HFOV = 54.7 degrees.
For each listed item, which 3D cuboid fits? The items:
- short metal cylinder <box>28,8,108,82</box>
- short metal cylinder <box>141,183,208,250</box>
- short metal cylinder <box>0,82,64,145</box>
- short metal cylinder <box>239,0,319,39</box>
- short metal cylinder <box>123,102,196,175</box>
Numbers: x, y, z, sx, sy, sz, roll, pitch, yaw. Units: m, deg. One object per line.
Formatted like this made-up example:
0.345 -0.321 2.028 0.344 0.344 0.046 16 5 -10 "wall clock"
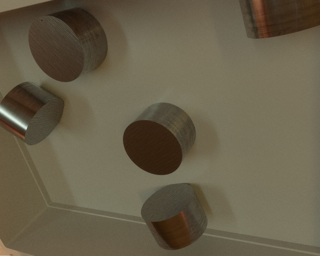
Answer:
-0.113 -0.104 0.386 0.080 0.050 0.079 13 124 20 "short metal cylinder"
0.020 0.123 0.437 0.080 0.080 0.050 -13 112 33 "short metal cylinder"
-0.189 -0.021 0.457 0.050 0.080 0.079 32 128 7 "short metal cylinder"
0.105 -0.110 0.249 0.080 0.080 0.050 -7 115 31 "short metal cylinder"
0.000 0.014 0.400 0.080 0.050 0.079 13 124 20 "short metal cylinder"
